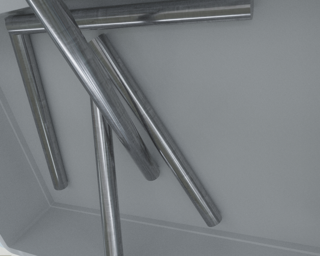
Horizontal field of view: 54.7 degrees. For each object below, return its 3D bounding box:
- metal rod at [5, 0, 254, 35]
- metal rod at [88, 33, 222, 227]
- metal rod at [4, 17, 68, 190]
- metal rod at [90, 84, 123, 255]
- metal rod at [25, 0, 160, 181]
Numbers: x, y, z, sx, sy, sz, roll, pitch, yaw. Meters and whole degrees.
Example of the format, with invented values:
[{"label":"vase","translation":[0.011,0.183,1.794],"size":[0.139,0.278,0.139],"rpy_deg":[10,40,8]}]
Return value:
[{"label":"metal rod","translation":[-0.052,-0.125,0.348],"size":[0.301,0.025,0.025],"rpy_deg":[4,120,22]},{"label":"metal rod","translation":[0.000,0.012,0.416],"size":[0.025,0.025,0.299],"rpy_deg":[-23,106,36]},{"label":"metal rod","translation":[-0.190,-0.022,0.495],"size":[0.025,0.025,0.298],"rpy_deg":[11,123,22]},{"label":"metal rod","translation":[-0.070,0.082,0.417],"size":[0.025,0.025,0.298],"rpy_deg":[-5,91,30]},{"label":"metal rod","translation":[-0.052,-0.019,0.344],"size":[0.025,0.025,0.299],"rpy_deg":[8,148,24]}]
